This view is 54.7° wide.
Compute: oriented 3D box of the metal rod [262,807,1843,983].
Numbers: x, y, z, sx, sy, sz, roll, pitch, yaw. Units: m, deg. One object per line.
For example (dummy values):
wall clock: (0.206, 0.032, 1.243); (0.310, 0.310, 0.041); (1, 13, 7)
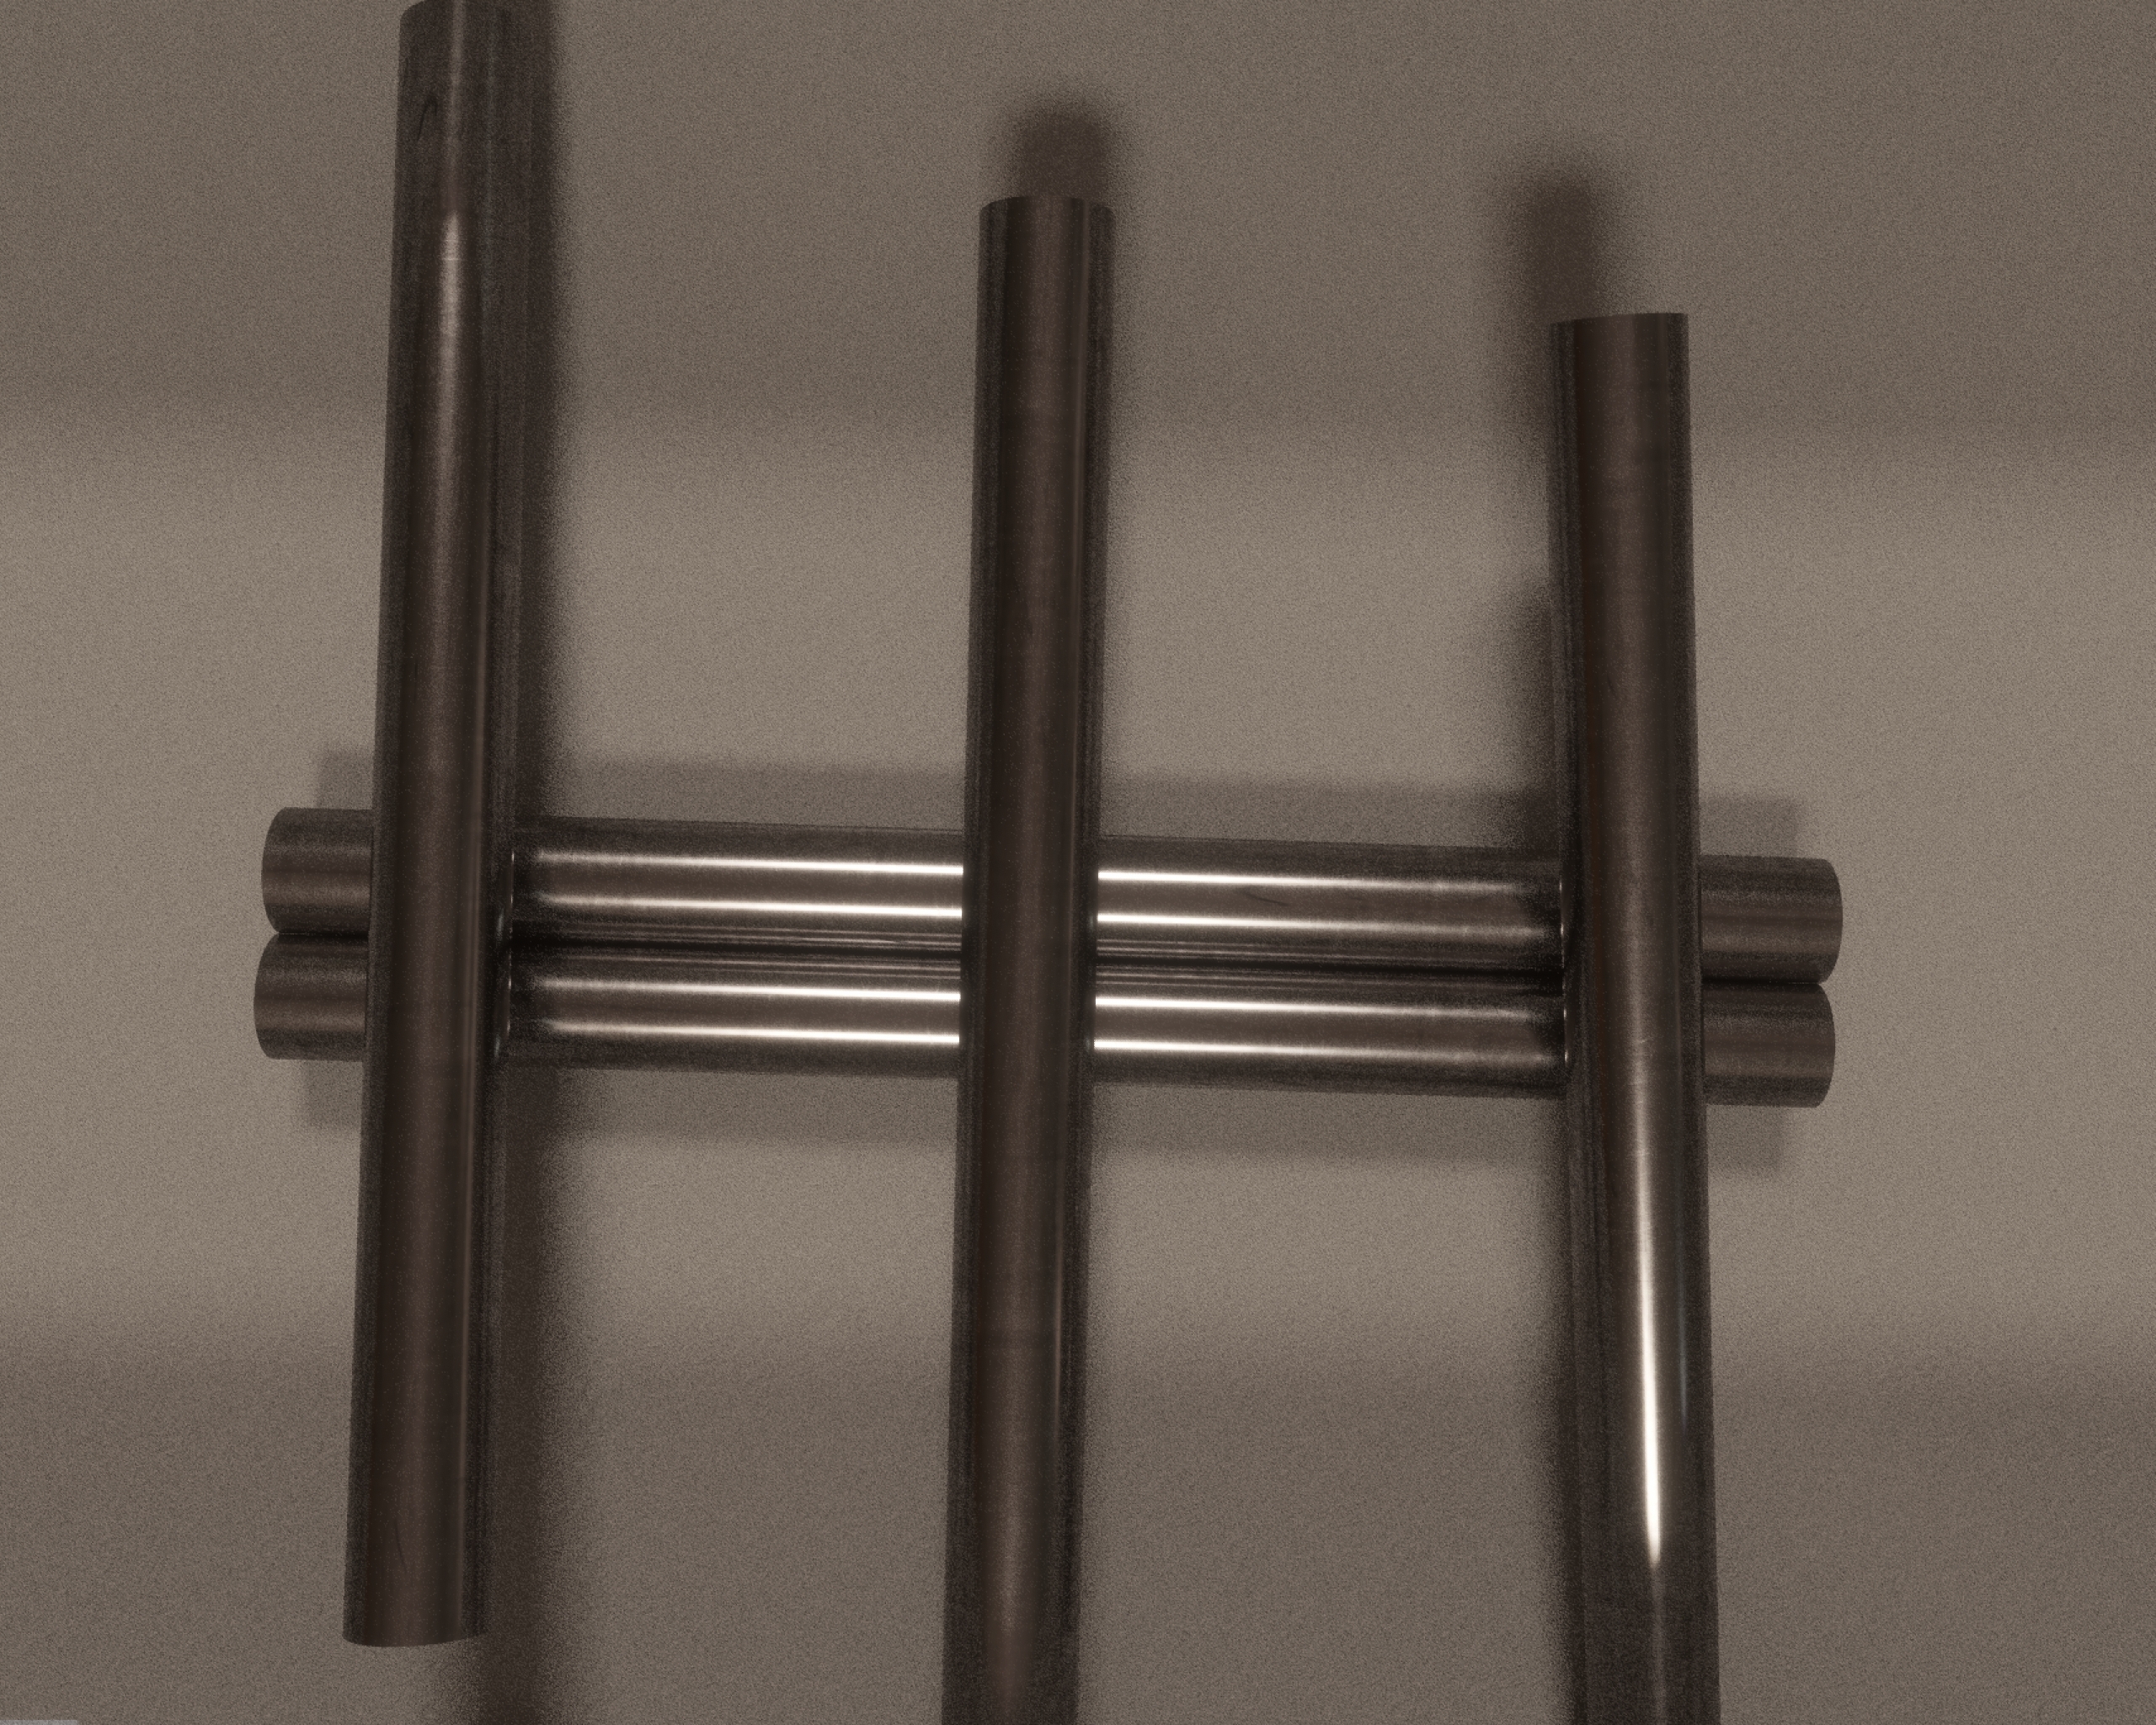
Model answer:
metal rod: (-0.004, 0.007, 0.410); (0.302, 0.025, 0.025); (2, 90, -1)

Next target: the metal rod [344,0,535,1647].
metal rod: (-0.117, -0.014, 0.385); (0.025, 0.025, 0.298); (-1, 82, -1)

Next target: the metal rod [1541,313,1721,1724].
metal rod: (0.104, 0.052, 0.389); (0.025, 0.025, 0.298); (-4, 98, 0)

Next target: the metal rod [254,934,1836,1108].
metal rod: (-0.006, 0.031, 0.410); (0.302, 0.025, 0.025); (2, 90, -1)

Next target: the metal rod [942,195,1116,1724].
metal rod: (-0.009, 0.030, 0.385); (0.025, 0.025, 0.298); (1, 90, -1)
